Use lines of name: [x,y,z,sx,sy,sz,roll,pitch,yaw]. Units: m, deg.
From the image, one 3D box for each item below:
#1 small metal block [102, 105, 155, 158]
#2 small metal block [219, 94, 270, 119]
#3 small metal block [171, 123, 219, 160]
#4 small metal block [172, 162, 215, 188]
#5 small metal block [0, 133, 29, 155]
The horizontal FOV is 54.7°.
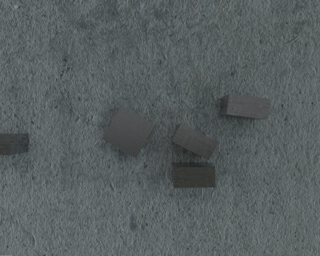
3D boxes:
small metal block: [-0.040,0.005,0.410,0.050,0.025,0.050,30,90,0]
small metal block: [0.107,-0.026,0.398,0.050,0.050,0.025,7,90,0]
small metal block: [0.042,0.016,0.398,0.050,0.050,0.025,27,90,0]
small metal block: [0.041,0.059,0.398,0.050,0.050,0.025,0,90,0]
small metal block: [-0.204,0.019,0.396,0.050,0.050,0.025,1,90,0]
